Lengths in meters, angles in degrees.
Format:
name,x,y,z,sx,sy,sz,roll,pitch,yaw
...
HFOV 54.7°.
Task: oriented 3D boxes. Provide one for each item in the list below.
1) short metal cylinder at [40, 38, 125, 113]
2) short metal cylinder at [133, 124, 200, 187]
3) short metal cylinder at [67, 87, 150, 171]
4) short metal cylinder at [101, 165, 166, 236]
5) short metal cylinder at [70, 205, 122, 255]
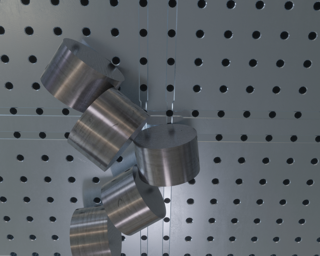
name,x,y,z,sx,sy,sz,roll,pitch,yaw
short metal cylinder,-0.089,-0.060,0.361,0.080,0.080,0.050,35,106,-12
short metal cylinder,0.009,0.032,0.396,0.080,0.080,0.050,-7,110,2
short metal cylinder,-0.055,0.002,0.344,0.050,0.080,0.080,39,106,1
short metal cylinder,-0.035,0.097,0.419,0.050,0.080,0.080,-32,107,11
short metal cylinder,-0.088,0.151,0.439,0.050,0.080,0.079,-9,110,3
